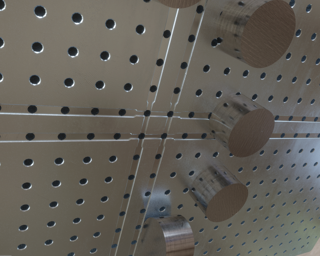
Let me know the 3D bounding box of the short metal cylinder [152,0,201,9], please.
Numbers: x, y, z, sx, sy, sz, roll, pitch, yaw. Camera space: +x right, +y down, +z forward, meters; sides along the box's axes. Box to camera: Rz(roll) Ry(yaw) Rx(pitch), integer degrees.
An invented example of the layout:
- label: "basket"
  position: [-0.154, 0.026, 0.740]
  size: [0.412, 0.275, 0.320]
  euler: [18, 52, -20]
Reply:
- label: "short metal cylinder"
  position: [0.011, -0.162, 0.300]
  size: [0.081, 0.050, 0.079]
  euler: [-14, 124, -21]

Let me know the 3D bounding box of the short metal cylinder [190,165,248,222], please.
- label: "short metal cylinder"
  position: [0.098, 0.109, 0.516]
  size: [0.081, 0.050, 0.079]
  euler: [-14, 124, -21]

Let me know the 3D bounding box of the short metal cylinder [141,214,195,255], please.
- label: "short metal cylinder"
  position: [0.011, 0.181, 0.494]
  size: [0.050, 0.080, 0.079]
  euler: [3, 117, -30]

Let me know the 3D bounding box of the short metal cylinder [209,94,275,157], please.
- label: "short metal cylinder"
  position: [0.120, -0.004, 0.458]
  size: [0.081, 0.050, 0.079]
  euler: [-14, 124, -21]

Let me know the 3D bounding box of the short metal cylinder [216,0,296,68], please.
- label: "short metal cylinder"
  position: [0.118, -0.121, 0.385]
  size: [0.081, 0.050, 0.079]
  euler: [-14, 124, -21]
